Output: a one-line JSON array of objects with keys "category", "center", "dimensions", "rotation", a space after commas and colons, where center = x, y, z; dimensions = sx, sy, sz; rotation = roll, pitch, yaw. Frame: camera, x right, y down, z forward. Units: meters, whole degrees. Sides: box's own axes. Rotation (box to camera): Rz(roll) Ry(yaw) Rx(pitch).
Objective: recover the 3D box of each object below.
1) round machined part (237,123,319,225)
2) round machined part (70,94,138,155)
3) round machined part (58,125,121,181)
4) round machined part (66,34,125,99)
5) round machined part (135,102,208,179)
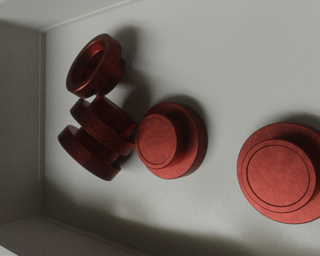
[{"category": "round machined part", "center": [0.119, 0.043, 0.297], "dimensions": [0.098, 0.042, 0.097], "rotation": [0, 90, 39]}, {"category": "round machined part", "center": [-0.069, -0.010, 0.419], "dimensions": [0.098, 0.098, 0.042], "rotation": [41, 92, 32]}, {"category": "round machined part", "center": [-0.092, 0.027, 0.440], "dimensions": [0.042, 0.098, 0.098], "rotation": [-48, 58, -1]}, {"category": "round machined part", "center": [-0.089, -0.084, 0.450], "dimensions": [0.098, 0.042, 0.098], "rotation": [-26, 47, 32]}, {"category": "round machined part", "center": [0.007, 0.016, 0.388], "dimensions": [0.098, 0.042, 0.097], "rotation": [0, 90, 39]}]
